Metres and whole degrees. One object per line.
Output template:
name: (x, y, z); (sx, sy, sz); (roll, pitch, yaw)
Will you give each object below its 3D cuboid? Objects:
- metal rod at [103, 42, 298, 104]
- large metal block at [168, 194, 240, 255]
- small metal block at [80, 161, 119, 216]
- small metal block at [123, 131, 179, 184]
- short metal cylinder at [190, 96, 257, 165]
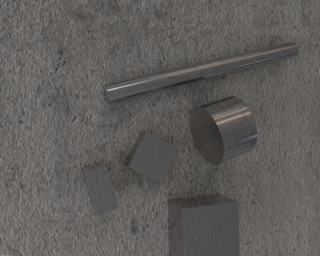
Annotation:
metal rod: (0.070, -0.082, 0.434); (0.302, 0.025, 0.025); (-17, 96, -19)
large metal block: (0.058, 0.137, 0.418); (0.081, 0.050, 0.080); (-2, 91, -20)
small metal block: (-0.073, 0.070, 0.369); (0.025, 0.050, 0.050); (-17, 96, -19)
small metal block: (-0.012, 0.038, 0.405); (0.050, 0.025, 0.050); (30, 80, -18)
short metal cylinder: (0.082, 0.003, 0.410); (0.050, 0.080, 0.080); (-19, 97, -19)
